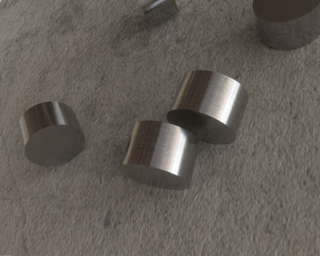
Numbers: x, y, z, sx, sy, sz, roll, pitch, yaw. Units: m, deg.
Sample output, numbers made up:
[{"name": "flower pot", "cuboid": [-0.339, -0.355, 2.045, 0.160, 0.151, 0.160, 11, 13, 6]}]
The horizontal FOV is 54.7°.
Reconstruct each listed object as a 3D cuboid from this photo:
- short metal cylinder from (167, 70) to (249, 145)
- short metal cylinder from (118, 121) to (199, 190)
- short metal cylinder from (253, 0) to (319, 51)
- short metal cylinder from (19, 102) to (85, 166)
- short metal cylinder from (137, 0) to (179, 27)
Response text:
[{"name": "short metal cylinder", "cuboid": [0.054, -0.021, 0.353, 0.080, 0.080, 0.050, 11, 67, 32]}, {"name": "short metal cylinder", "cuboid": [0.000, 0.033, 0.348, 0.080, 0.080, 0.050, 2, 63, 28]}, {"name": "short metal cylinder", "cuboid": [0.163, -0.146, 0.391, 0.080, 0.050, 0.080, -13, 56, 20]}, {"name": "short metal cylinder", "cuboid": [-0.154, 0.009, 0.441, 0.080, 0.080, 0.050, -36, 52, 4]}, {"name": "short metal cylinder", "cuboid": [-0.010, -0.213, 0.503, 0.050, 0.080, 0.080, -28, 52, 10]}]
